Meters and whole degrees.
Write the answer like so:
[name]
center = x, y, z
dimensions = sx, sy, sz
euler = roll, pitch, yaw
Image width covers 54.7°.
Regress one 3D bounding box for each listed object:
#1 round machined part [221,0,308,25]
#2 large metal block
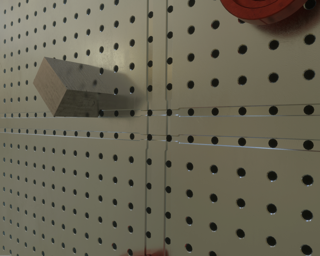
[round machined part]
center = 0.110, -0.152, 0.308
dimensions = 0.098, 0.042, 0.097
euler = 0, 90, 40
[large metal block]
center = -0.138, -0.062, 0.488
dimensions = 0.080, 0.081, 0.050
euler = 50, 120, 28
